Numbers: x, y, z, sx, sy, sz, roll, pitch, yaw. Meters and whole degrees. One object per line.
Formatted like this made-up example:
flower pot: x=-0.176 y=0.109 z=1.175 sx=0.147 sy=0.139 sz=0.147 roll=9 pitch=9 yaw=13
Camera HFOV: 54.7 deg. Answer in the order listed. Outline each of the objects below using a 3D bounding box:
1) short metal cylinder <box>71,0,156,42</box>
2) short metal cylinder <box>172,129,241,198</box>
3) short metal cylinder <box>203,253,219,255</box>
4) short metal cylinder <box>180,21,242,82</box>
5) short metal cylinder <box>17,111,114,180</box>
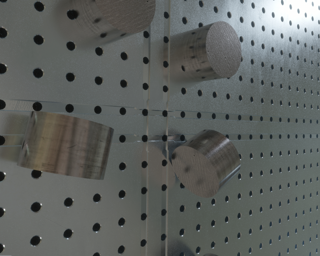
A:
short metal cylinder: x=-0.052 y=-0.142 z=0.350 sx=0.081 sy=0.050 sz=0.079 roll=0 pitch=90 yaw=-40
short metal cylinder: x=0.063 y=0.049 z=0.429 sx=0.050 sy=0.080 sz=0.080 roll=-32 pitch=110 yaw=-36
short metal cylinder: x=0.072 y=0.228 z=0.437 sx=0.050 sy=0.080 sz=0.080 roll=-24 pitch=105 yaw=-38
short metal cylinder: x=0.076 y=-0.111 z=0.459 sx=0.081 sy=0.050 sz=0.079 roll=0 pitch=90 yaw=-40
short metal cylinder: x=-0.089 y=0.018 z=0.300 sx=0.081 sy=0.080 sz=0.050 roll=17 pitch=79 yaw=-39
